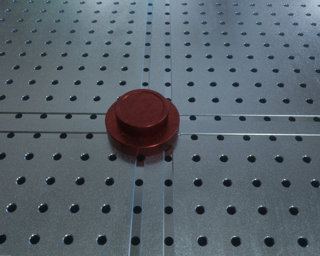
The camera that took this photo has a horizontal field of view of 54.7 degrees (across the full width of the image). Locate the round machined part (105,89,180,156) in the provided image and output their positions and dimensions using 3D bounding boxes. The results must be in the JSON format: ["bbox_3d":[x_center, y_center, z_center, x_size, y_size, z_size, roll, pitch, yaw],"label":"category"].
[{"bbox_3d":[-0.023,-0.014,0.408,0.099,0.042,0.098,0,50,0],"label":"round machined part"}]
